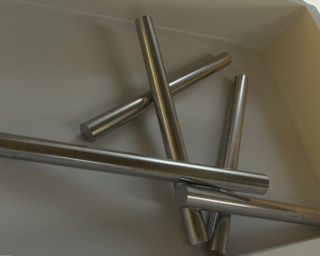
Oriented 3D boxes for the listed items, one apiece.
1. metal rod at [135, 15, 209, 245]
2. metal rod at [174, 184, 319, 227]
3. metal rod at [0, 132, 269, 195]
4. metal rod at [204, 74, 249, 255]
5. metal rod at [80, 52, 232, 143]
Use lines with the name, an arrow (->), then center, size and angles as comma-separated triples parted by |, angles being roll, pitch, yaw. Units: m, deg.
metal rod -> 0.010, -0.010, 0.392 | 0.025, 0.025, 0.299 | -4, 72, -30
metal rod -> 0.150, 0.107, 0.400 | 0.302, 0.025, 0.025 | 16, 55, -28
metal rod -> -0.023, 0.041, 0.337 | 0.302, 0.025, 0.025 | 10, 57, -12
metal rod -> 0.101, 0.030, 0.443 | 0.025, 0.025, 0.300 | 28, 52, -11
metal rod -> 0.015, -0.058, 0.450 | 0.302, 0.025, 0.025 | -32, 80, -38
